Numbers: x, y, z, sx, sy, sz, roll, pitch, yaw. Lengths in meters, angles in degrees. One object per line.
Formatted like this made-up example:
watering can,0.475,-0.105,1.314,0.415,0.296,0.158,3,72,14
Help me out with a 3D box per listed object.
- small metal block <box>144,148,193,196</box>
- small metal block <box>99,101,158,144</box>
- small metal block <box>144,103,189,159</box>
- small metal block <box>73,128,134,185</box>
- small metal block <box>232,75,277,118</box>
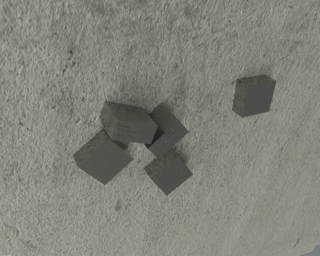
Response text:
small metal block,0.013,0.063,0.453,0.050,0.025,0.050,-39,129,-2
small metal block,-0.038,-0.007,0.366,0.050,0.050,0.025,8,114,-32
small metal block,0.000,0.003,0.392,0.050,0.050,0.025,-43,129,1
small metal block,-0.071,0.037,0.391,0.050,0.025,0.050,-43,130,1
small metal block,0.137,-0.047,0.452,0.050,0.025,0.050,-12,124,-22
